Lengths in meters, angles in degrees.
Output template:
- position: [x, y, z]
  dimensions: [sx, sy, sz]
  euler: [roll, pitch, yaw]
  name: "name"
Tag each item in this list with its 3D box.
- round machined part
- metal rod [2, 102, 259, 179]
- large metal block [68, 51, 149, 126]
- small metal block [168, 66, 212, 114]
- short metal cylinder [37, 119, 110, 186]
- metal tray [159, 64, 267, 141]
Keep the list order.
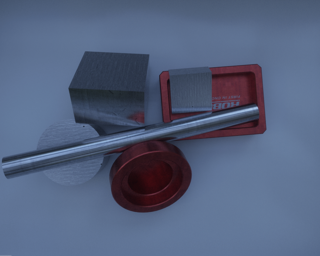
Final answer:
- position: [-0.014, 0.056, 0.385]
  dimensions: [0.099, 0.042, 0.097]
  euler: [-8, 124, -12]
  name: "round machined part"
- position: [-0.024, 0.011, 0.368]
  dimensions: [0.302, 0.025, 0.025]
  euler: [-13, 90, -11]
  name: "metal rod"
- position: [-0.056, -0.049, 0.374]
  dimensions: [0.081, 0.080, 0.050]
  euler: [3, 132, 0]
  name: "large metal block"
- position: [0.038, -0.048, 0.389]
  dimensions: [0.050, 0.025, 0.050]
  euler: [-5, 116, 0]
  name: "small metal block"
- position: [-0.107, 0.029, 0.395]
  dimensions: [0.081, 0.050, 0.079]
  euler: [0, 90, -1]
  name: "short metal cylinder"
- position: [0.067, -0.032, 0.408]
  dimensions: [0.131, 0.030, 0.089]
  euler: [-5, 90, -1]
  name: "metal tray"
